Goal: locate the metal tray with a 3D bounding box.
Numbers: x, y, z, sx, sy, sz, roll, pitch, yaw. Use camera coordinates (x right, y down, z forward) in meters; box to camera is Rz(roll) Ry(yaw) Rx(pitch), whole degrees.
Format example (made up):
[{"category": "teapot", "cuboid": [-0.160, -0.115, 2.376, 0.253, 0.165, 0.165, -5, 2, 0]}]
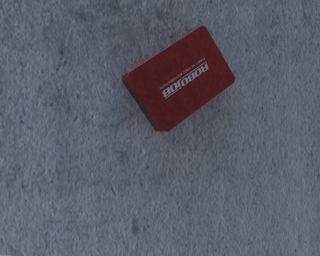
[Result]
[{"category": "metal tray", "cuboid": [0.028, -0.066, 0.416, 0.131, 0.030, 0.090, -36, 102, -16]}]
